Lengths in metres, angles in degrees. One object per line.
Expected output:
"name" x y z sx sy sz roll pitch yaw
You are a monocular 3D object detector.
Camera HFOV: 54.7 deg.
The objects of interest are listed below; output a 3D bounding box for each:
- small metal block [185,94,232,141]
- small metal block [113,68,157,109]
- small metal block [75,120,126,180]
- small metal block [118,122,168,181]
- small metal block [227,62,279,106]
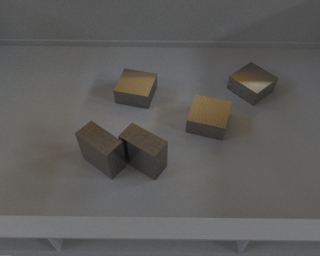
"small metal block" 0.066 -0.015 0.418 0.050 0.025 0.050 13 51 11
"small metal block" -0.035 -0.058 0.454 0.050 0.025 0.050 11 51 9
"small metal block" -0.069 0.026 0.366 0.050 0.050 0.025 32 57 24
"small metal block" -0.019 0.028 0.365 0.050 0.050 0.025 28 56 21
"small metal block" 0.137 -0.067 0.462 0.050 0.025 0.050 -34 58 -25
